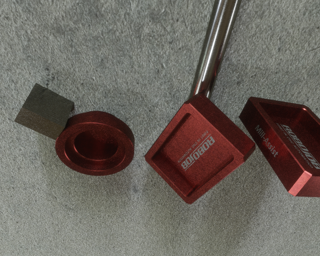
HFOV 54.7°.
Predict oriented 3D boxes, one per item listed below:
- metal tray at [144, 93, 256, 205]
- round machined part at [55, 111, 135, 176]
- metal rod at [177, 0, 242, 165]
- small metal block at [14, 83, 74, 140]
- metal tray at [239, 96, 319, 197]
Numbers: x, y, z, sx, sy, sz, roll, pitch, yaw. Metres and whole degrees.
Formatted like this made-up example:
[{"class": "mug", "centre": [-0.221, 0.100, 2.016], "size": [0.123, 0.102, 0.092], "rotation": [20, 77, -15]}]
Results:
[{"class": "metal tray", "centre": [0.042, 0.031, 0.383], "size": [0.090, 0.030, 0.129], "rotation": [45, 138, 9]}, {"class": "round machined part", "centre": [-0.083, 0.016, 0.407], "size": [0.099, 0.042, 0.097], "rotation": [-1, 132, -1]}, {"class": "metal rod", "centre": [0.049, -0.038, 0.375], "size": [0.025, 0.025, 0.298], "rotation": [7, 130, -6]}, {"class": "small metal block", "centre": [-0.137, -0.020, 0.372], "size": [0.050, 0.050, 0.025], "rotation": [29, 124, -23]}, {"class": "metal tray", "centre": [0.156, 0.017, 0.345], "size": [0.091, 0.130, 0.030], "rotation": [6, 126, -19]}]
